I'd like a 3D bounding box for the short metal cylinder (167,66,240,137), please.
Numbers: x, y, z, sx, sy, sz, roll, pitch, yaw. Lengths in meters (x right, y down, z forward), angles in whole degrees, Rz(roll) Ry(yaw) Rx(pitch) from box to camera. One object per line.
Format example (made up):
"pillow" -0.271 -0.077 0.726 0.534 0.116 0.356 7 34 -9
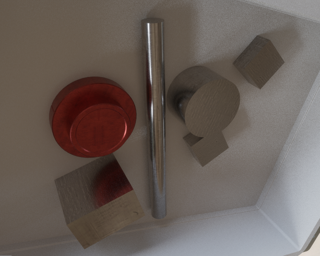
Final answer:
"short metal cylinder" 0.056 -0.035 0.403 0.081 0.050 0.079 -14 125 -21

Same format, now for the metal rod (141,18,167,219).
"metal rod" -0.005 0.010 0.413 0.025 0.025 0.298 -15 125 -20

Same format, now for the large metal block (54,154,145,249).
"large metal block" -0.076 0.087 0.386 0.080 0.080 0.050 -26 128 -12

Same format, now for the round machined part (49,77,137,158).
"round machined part" -0.073 -0.006 0.355 0.099 0.042 0.097 -14 125 -21

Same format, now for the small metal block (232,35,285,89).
"small metal block" 0.137 -0.091 0.430 0.050 0.025 0.050 -49 129 6

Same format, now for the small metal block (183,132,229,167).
"small metal block" 0.069 0.022 0.462 0.050 0.025 0.050 -36 130 -5
